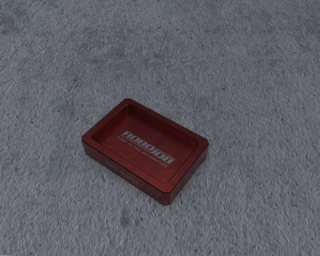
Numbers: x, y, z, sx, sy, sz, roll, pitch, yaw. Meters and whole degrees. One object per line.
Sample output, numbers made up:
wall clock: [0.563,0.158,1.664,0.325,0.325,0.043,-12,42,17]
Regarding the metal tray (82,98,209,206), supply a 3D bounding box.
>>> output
metal tray: [-0.018,0.023,0.381,0.130,0.030,0.090,29,55,22]
